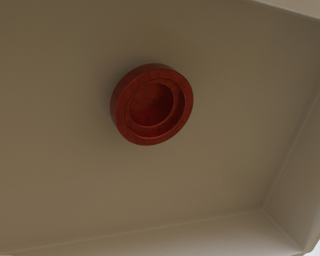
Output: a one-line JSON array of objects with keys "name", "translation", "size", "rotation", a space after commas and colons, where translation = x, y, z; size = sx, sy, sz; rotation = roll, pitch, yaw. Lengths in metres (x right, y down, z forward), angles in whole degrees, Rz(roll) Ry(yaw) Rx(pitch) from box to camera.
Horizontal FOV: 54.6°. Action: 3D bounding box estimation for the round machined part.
[{"name": "round machined part", "translation": [-0.013, -0.031, 0.371], "size": [0.099, 0.042, 0.097], "rotation": [-14, 124, -21]}]
